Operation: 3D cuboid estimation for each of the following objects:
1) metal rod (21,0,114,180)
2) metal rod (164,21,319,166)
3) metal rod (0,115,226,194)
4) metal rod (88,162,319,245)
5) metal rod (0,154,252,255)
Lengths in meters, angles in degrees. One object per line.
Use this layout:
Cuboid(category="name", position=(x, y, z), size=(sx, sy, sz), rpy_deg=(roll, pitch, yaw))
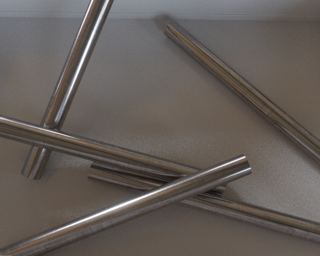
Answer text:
Cuboid(category="metal rod", position=(-0.102, -0.077, 0.376), size=(0.025, 0.025, 0.299), rpy_deg=(25, 95, 8))
Cuboid(category="metal rod", position=(0.121, -0.049, 0.428), size=(0.025, 0.025, 0.300), rpy_deg=(-43, 76, -14))
Cuboid(category="metal rod", position=(-0.066, 0.030, 0.367), size=(0.302, 0.025, 0.025), rpy_deg=(16, 71, -7))
Cuboid(category="metal rod", position=(0.060, 0.091, 0.376), size=(0.301, 0.025, 0.025), rpy_deg=(15, 71, 5))
Cuboid(category="metal rod", position=(-0.041, 0.096, 0.354), size=(0.301, 0.025, 0.025), rpy_deg=(-21, 71, 0))
